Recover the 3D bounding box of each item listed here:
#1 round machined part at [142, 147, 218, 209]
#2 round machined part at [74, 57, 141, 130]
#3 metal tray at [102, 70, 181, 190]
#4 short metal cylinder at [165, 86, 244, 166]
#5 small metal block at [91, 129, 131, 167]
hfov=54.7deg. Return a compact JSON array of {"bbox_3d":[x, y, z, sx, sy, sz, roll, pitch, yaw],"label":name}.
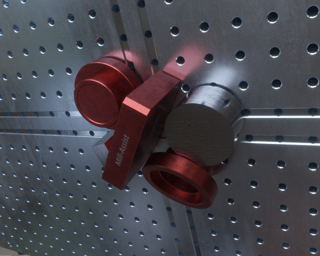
[{"bbox_3d":[0.030,0.060,0.402,0.098,0.042,0.098,23,151,14],"label":"round machined part"},{"bbox_3d":[-0.073,-0.039,0.408,0.098,0.042,0.097,13,124,21],"label":"round machined part"},{"bbox_3d":[-0.024,0.004,0.379,0.030,0.090,0.129,29,128,10],"label":"metal tray"},{"bbox_3d":[0.052,-0.003,0.360,0.080,0.050,0.079,13,124,21],"label":"short metal cylinder"},{"bbox_3d":[-0.062,0.032,0.442,0.025,0.050,0.050,-16,110,34],"label":"small metal block"}]
